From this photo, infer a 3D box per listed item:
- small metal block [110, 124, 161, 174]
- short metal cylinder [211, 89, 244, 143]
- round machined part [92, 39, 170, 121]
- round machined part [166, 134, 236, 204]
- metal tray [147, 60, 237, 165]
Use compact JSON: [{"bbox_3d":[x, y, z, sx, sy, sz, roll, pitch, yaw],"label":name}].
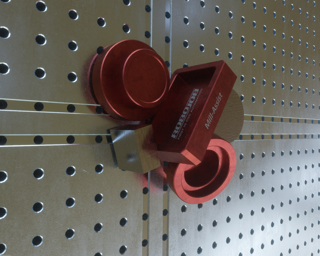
[{"bbox_3d":[-0.030,0.023,0.363,0.025,0.050,0.050,-20,103,-38],"label":"small metal block"},{"bbox_3d":[0.078,-0.018,0.453,0.081,0.050,0.079,0,90,-40],"label":"short metal cylinder"},{"bbox_3d":[-0.027,-0.057,0.370,0.099,0.042,0.097,0,90,-40],"label":"round machined part"},{"bbox_3d":[0.052,0.051,0.422,0.099,0.042,0.097,-12,116,-24],"label":"round machined part"},{"bbox_3d":[0.033,-0.021,0.389,0.030,0.090,0.130,40,65,-33],"label":"metal tray"}]
